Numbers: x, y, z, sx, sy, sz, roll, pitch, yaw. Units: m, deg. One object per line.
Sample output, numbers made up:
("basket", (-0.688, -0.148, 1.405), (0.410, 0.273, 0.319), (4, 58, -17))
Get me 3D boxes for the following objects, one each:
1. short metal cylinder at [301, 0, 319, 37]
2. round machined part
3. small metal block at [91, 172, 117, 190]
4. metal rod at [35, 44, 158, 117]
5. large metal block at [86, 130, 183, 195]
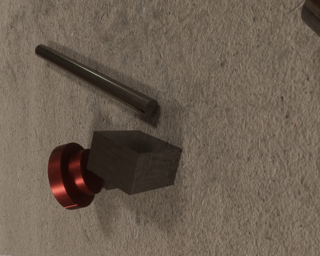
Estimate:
("short metal cylinder", (0.160, -0.097, 0.237), (0.080, 0.081, 0.050), (-46, 63, 30))
("round machined part", (-0.118, 0.068, 0.459), (0.042, 0.098, 0.098), (-15, 80, 13))
("small metal block", (-0.066, 0.059, 0.441), (0.050, 0.050, 0.025), (39, 113, 32))
("metal rod", (-0.118, -0.086, 0.498), (0.300, 0.025, 0.025), (29, 108, 35))
("large metal block", (-0.032, 0.039, 0.394), (0.080, 0.081, 0.050), (22, 104, 37))
